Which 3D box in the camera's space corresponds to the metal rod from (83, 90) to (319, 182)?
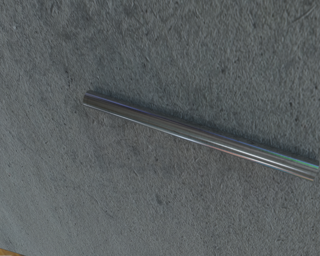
[{"bbox_3d":[0.036,0.003,0.389,0.301,0.025,0.025,18,126,17],"label":"metal rod"}]
